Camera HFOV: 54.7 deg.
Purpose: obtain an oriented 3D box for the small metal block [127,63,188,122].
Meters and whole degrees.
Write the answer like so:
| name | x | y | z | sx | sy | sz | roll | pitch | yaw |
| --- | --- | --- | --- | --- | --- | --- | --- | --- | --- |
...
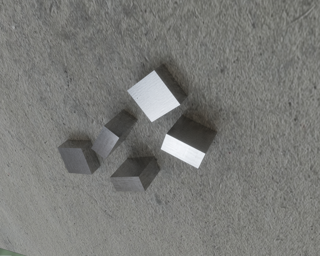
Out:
| name | x | y | z | sx | sy | sz | roll | pitch | yaw |
| --- | --- | --- | --- | --- | --- | --- | --- | --- | --- |
| small metal block | -0.003 | -0.043 | 0.382 | 0.050 | 0.025 | 0.050 | -30 | 102 | 38 |

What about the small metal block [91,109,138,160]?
| name | x | y | z | sx | sy | sz | roll | pitch | yaw |
| --- | --- | --- | --- | --- | --- | --- | --- | --- | --- |
| small metal block | -0.063 | 0.008 | 0.429 | 0.025 | 0.050 | 0.050 | 39 | 129 | 2 |

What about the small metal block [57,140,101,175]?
| name | x | y | z | sx | sy | sz | roll | pitch | yaw |
| --- | --- | --- | --- | --- | --- | --- | --- | --- | --- |
| small metal block | -0.132 | 0.047 | 0.506 | 0.050 | 0.025 | 0.050 | -1 | 118 | 28 |

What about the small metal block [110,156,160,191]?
| name | x | y | z | sx | sy | sz | roll | pitch | yaw |
| --- | --- | --- | --- | --- | --- | --- | --- | --- | --- |
| small metal block | -0.035 | 0.067 | 0.451 | 0.050 | 0.050 | 0.025 | -7 | 115 | 31 |

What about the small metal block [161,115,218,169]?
| name | x | y | z | sx | sy | sz | roll | pitch | yaw |
| --- | --- | --- | --- | --- | --- | --- | --- | --- | --- |
| small metal block | 0.037 | 0.015 | 0.381 | 0.050 | 0.050 | 0.025 | 27 | 128 | 11 |
